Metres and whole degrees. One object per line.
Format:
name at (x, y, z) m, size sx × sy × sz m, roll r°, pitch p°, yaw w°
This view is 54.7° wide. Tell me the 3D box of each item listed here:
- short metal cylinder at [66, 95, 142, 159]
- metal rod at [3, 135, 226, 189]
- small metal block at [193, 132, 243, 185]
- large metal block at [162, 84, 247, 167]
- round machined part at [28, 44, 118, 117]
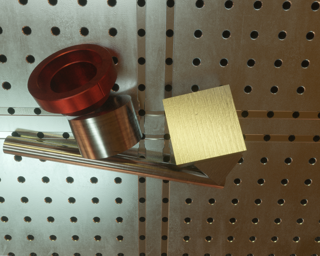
short metal cylinder at (-0.067, -0.003, 0.381) m, size 0.080 × 0.080 × 0.050 m, roll -14°, pitch 111°, yaw 4°
metal rod at (-0.058, 0.049, 0.430) m, size 0.302 × 0.025 × 0.025 m, roll 10°, pitch 110°, yaw -5°
small metal block at (0.073, 0.040, 0.416) m, size 0.050 × 0.025 × 0.050 m, roll 39°, pitch 86°, yaw -2°
large metal block at (0.053, 0.000, 0.382) m, size 0.080 × 0.050 × 0.080 m, roll -13°, pitch 78°, yaw 4°
round machined part at (-0.097, -0.052, 0.361) m, size 0.099 × 0.098 × 0.042 m, roll -13°, pitch 138°, yaw 4°
